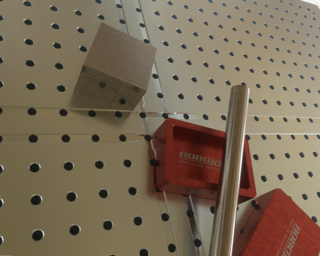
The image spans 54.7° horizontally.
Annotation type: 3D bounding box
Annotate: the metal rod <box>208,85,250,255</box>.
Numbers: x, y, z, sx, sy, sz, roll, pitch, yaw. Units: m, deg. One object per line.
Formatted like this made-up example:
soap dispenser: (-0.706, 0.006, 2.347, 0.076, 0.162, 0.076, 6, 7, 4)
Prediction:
metal rod: (0.079, 0.082, 0.363, 0.025, 0.025, 0.299, 20, 65, -17)

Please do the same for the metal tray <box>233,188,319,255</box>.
metal tray: (0.150, 0.152, 0.393, 0.090, 0.030, 0.131, 45, 51, 3)

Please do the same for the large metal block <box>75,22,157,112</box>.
large metal block: (-0.057, -0.080, 0.410, 0.080, 0.050, 0.080, 22, 54, -16)

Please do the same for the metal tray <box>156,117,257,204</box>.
metal tray: (0.061, 0.044, 0.410, 0.131, 0.030, 0.090, 14, 56, -21)
